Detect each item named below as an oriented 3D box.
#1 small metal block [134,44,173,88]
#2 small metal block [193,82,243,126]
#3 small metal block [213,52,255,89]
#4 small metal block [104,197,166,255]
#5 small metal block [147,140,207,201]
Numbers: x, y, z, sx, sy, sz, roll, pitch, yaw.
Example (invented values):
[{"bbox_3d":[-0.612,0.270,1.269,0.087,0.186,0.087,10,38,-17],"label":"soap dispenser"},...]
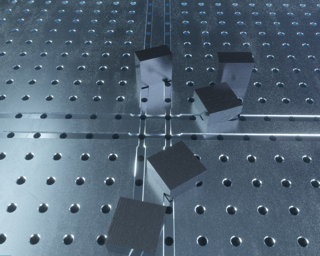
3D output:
[{"bbox_3d":[-0.010,-0.094,0.470,0.050,0.050,0.025,-17,52,-14],"label":"small metal block"},{"bbox_3d":[0.080,-0.035,0.438,0.050,0.025,0.050,-15,52,-13],"label":"small metal block"},{"bbox_3d":[0.109,-0.086,0.465,0.050,0.050,0.025,0,50,-1],"label":"small metal block"},{"bbox_3d":[-0.023,0.104,0.320,0.050,0.025,0.050,10,51,8],"label":"small metal block"},{"bbox_3d":[0.019,0.049,0.366,0.050,0.025,0.050,-26,55,-21],"label":"small metal block"}]
